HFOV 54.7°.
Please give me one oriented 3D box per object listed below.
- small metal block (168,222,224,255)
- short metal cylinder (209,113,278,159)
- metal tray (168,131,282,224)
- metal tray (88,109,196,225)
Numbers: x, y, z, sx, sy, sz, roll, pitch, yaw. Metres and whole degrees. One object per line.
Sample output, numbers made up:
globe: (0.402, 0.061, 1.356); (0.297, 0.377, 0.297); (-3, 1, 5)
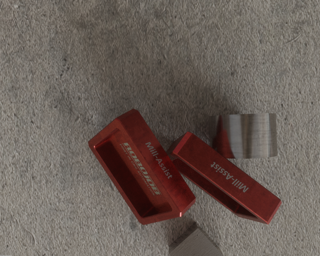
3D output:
small metal block: (0.047, 0.164, 0.411); (0.050, 0.025, 0.050); (-42, 90, 0)
short metal cylinder: (0.102, 0.009, 0.383); (0.081, 0.080, 0.050); (-2, 90, 0)
metal tray: (0.068, 0.061, 0.375); (0.130, 0.090, 0.030); (37, 77, 0)
metal tray: (-0.026, 0.051, 0.378); (0.030, 0.090, 0.130); (-34, 91, -41)
